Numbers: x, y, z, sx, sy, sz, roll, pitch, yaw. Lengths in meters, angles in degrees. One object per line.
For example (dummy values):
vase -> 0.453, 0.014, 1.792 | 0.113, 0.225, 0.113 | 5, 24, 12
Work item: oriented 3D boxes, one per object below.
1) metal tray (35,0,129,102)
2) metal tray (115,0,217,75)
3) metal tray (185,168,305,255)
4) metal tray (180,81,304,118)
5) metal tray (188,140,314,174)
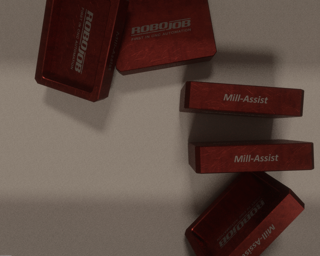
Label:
metal tray -> -0.098, -0.107, 0.381 | 0.090, 0.030, 0.129 | 19, 107, 10
metal tray -> 0.001, -0.126, 0.409 | 0.131, 0.030, 0.089 | -10, 90, -1
metal tray -> 0.097, 0.113, 0.377 | 0.130, 0.090, 0.030 | -46, 109, 0
metal tray -> 0.092, -0.032, 0.380 | 0.131, 0.090, 0.030 | 4, 90, -1
metal tray -> 0.104, 0.033, 0.380 | 0.131, 0.090, 0.030 | -2, 90, -1
